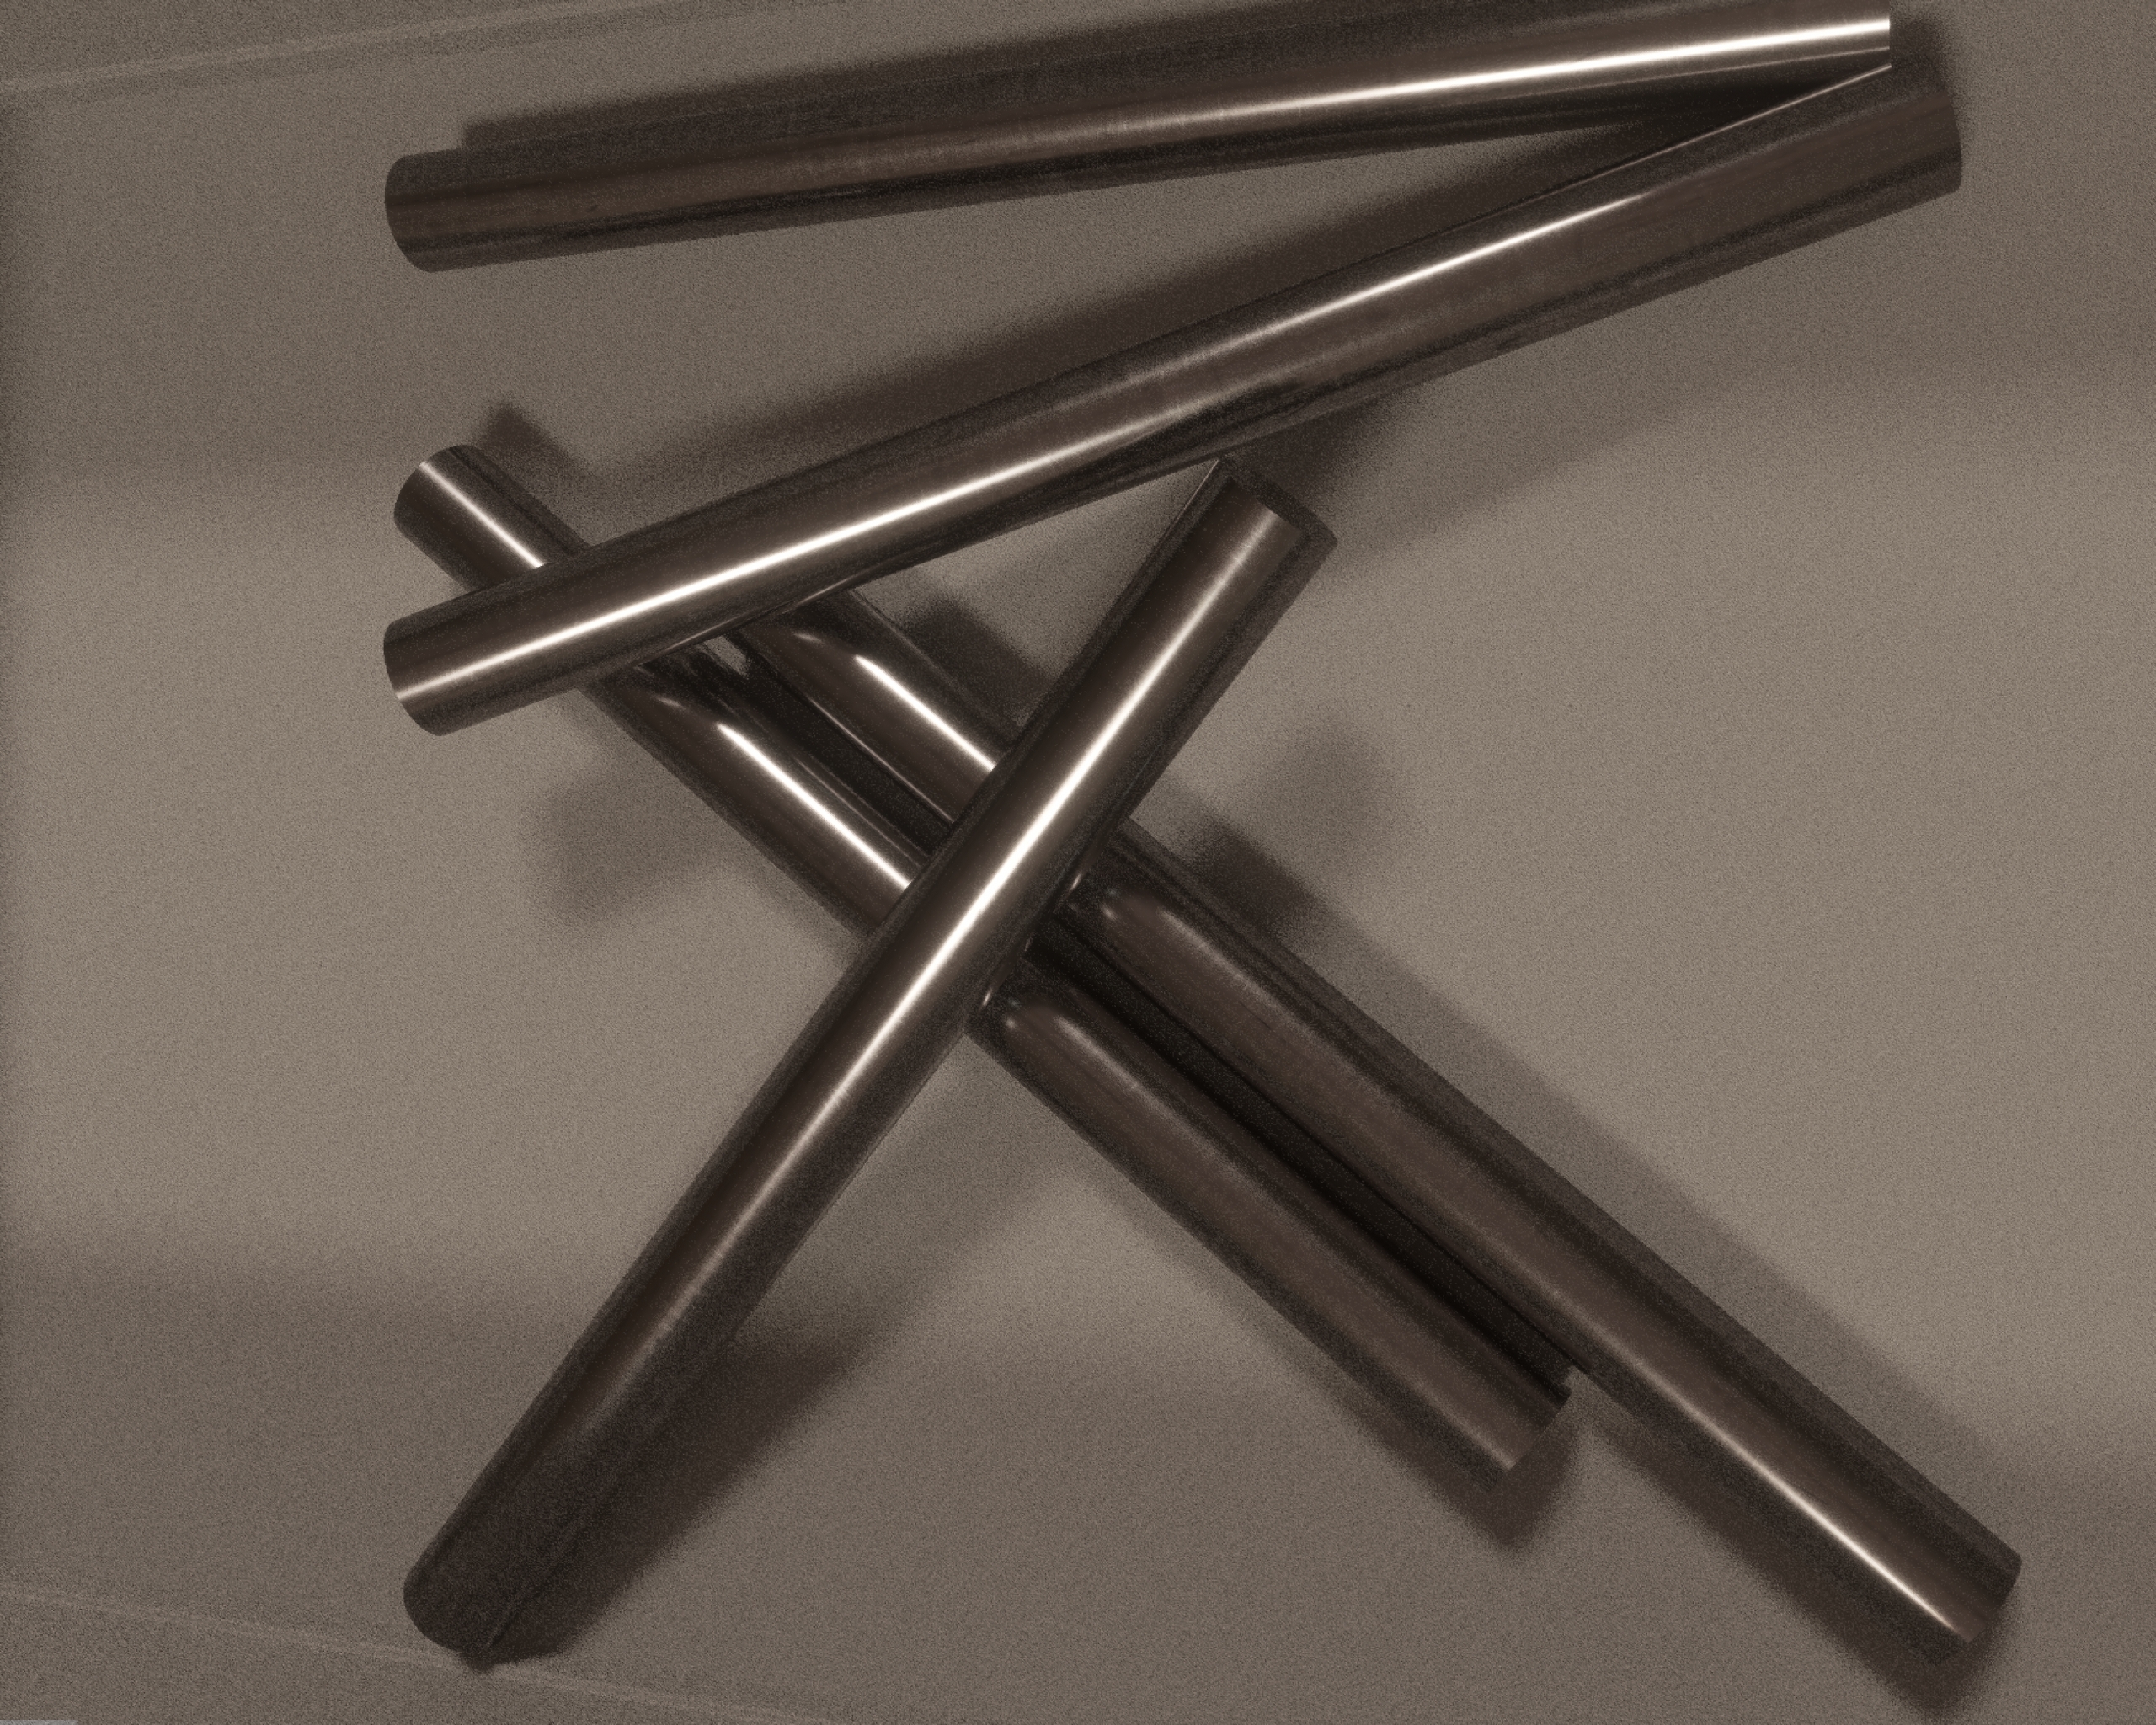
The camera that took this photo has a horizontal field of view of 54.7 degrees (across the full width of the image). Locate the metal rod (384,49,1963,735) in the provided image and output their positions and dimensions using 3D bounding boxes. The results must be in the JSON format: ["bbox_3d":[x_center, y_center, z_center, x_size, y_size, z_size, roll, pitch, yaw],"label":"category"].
[{"bbox_3d":[0.007,-0.082,0.390,0.301,0.025,0.025,-18,84,12],"label":"metal rod"}]

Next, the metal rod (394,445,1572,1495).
[{"bbox_3d":[-0.029,0.012,0.419,0.300,0.025,0.025,40,103,15],"label":"metal rod"}]

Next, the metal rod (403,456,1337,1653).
[{"bbox_3d":[-0.051,0.050,0.405,0.025,0.025,0.299,43,111,14],"label":"metal rod"}]

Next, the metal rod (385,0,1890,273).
[{"bbox_3d":[-0.002,-0.145,0.410,0.301,0.025,0.025,-1,90,19],"label":"metal rod"}]

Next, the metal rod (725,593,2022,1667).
[{"bbox_3d":[0.042,0.034,0.394,0.300,0.025,0.025,40,103,15],"label":"metal rod"}]
